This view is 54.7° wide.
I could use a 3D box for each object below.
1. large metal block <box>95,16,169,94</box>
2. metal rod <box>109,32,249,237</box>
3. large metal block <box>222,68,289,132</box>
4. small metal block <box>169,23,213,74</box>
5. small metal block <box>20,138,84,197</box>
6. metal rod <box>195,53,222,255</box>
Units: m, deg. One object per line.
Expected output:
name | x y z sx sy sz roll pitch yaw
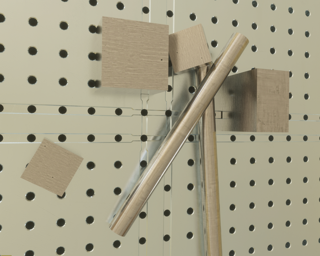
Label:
large metal block | -0.036 -0.086 0.386 0.081 0.050 0.080 1 90 -20
metal rod | 0.027 0.005 0.404 0.025 0.025 0.299 34 86 -17
large metal block | 0.130 -0.035 0.431 0.050 0.080 0.080 1 90 -20
small metal block | 0.039 -0.104 0.412 0.050 0.025 0.050 -16 91 15
small metal block | -0.127 0.045 0.366 0.050 0.025 0.050 31 80 -18
metal rod | 0.069 0.046 0.437 0.025 0.025 0.298 -4 91 -20
